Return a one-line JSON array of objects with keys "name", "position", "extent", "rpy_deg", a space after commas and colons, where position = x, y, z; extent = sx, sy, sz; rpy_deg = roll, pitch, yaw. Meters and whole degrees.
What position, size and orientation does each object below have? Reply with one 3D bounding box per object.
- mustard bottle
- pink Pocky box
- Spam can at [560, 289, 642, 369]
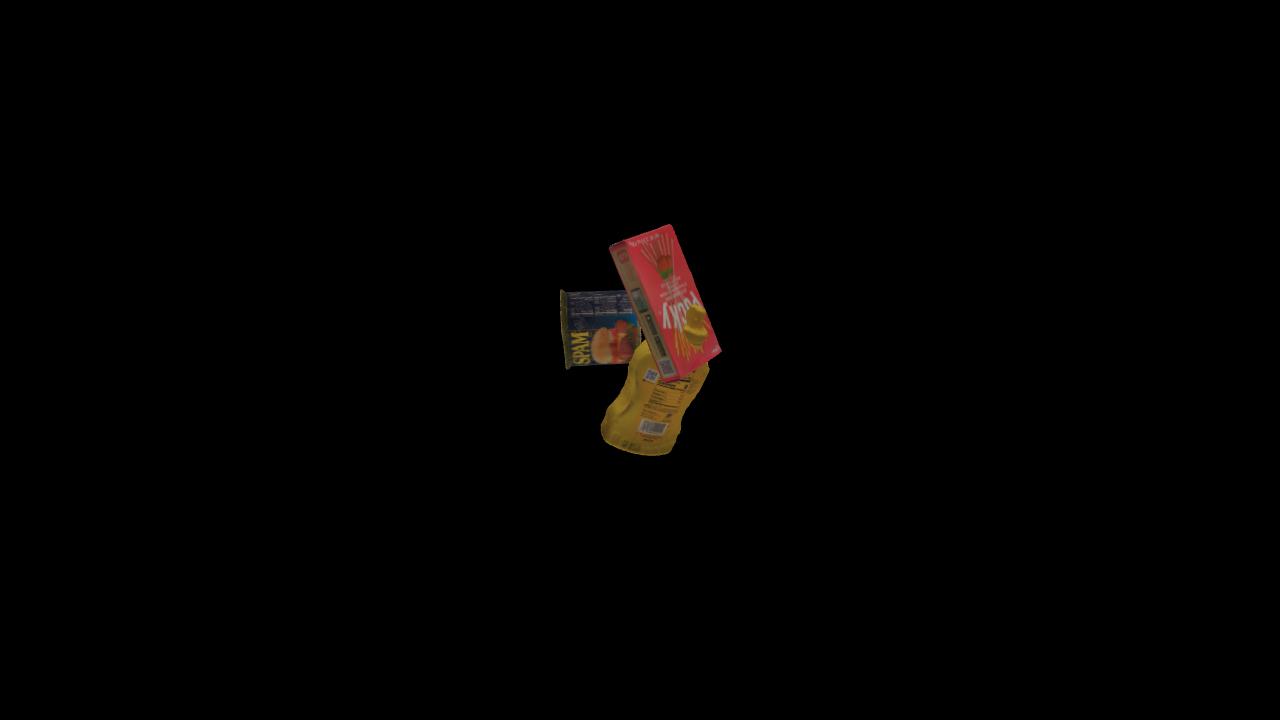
[{"name": "mustard bottle", "position": [0.028, 0.020, 0.685], "extent": [0.092, 0.184, 0.054], "rpy_deg": [16, 25, -19]}, {"name": "pink Pocky box", "position": [0.030, -0.061, 0.654], "extent": [0.029, 0.155, 0.084], "rpy_deg": [-15, 11, 44]}, {"name": "Spam can", "position": [-0.043, -0.034, 0.681], "extent": [0.085, 0.058, 0.101], "rpy_deg": [-3, -29, -5]}]
